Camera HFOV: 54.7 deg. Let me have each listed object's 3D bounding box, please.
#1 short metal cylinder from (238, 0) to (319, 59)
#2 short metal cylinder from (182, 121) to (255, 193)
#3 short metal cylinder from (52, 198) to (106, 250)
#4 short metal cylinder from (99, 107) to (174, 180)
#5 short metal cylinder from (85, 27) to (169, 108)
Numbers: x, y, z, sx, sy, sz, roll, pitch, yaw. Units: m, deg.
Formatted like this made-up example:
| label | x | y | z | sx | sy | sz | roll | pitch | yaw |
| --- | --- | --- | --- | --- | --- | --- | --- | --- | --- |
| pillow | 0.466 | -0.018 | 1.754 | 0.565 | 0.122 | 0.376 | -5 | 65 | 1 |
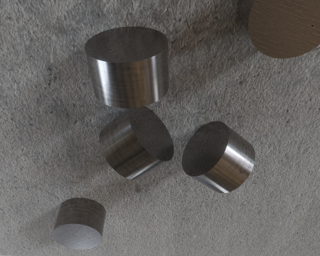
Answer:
| label | x | y | z | sx | sy | sz | roll | pitch | yaw |
| --- | --- | --- | --- | --- | --- | --- | --- | --- | --- |
| short metal cylinder | 0.119 | -0.114 | 0.295 | 0.081 | 0.050 | 0.079 | 0 | 130 | 0 |
| short metal cylinder | 0.075 | 0.038 | 0.404 | 0.050 | 0.080 | 0.080 | 34 | 122 | -26 |
| short metal cylinder | -0.136 | 0.164 | 0.529 | 0.081 | 0.050 | 0.079 | 0 | 130 | 0 |
| short metal cylinder | -0.028 | 0.017 | 0.385 | 0.050 | 0.080 | 0.080 | -34 | 122 | 25 |
| short metal cylinder | -0.031 | -0.064 | 0.316 | 0.080 | 0.080 | 0.050 | -2 | 130 | 1 |
